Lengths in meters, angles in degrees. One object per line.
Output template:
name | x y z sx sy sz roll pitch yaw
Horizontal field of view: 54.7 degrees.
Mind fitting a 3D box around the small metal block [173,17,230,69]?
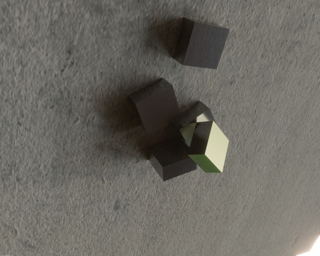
small metal block | 0.049 -0.101 0.373 0.050 0.025 0.050 1 118 -29

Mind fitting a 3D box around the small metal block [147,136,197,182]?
small metal block | 0.016 0.041 0.427 0.050 0.050 0.025 -17 126 -19

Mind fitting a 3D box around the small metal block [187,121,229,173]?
small metal block | 0.065 0.026 0.411 0.050 0.025 0.050 45 52 -40

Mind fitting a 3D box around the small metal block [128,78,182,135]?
small metal block | -0.006 -0.027 0.389 0.050 0.025 0.050 -28 128 -11

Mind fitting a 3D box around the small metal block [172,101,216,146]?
small metal block | 0.051 -0.001 0.436 0.050 0.025 0.050 -35 129 -5
